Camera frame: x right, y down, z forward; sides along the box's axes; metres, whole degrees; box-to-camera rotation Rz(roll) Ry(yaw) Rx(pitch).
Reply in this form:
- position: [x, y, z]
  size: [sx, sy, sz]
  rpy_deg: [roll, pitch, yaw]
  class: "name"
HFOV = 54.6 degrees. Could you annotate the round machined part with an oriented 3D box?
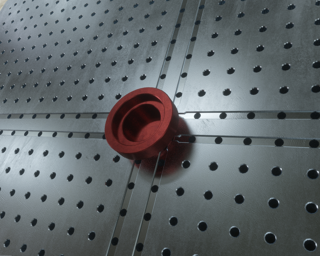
- position: [-0.020, -0.002, 0.410]
  size: [0.098, 0.042, 0.098]
  rpy_deg: [-13, 56, 21]
  class: "round machined part"
